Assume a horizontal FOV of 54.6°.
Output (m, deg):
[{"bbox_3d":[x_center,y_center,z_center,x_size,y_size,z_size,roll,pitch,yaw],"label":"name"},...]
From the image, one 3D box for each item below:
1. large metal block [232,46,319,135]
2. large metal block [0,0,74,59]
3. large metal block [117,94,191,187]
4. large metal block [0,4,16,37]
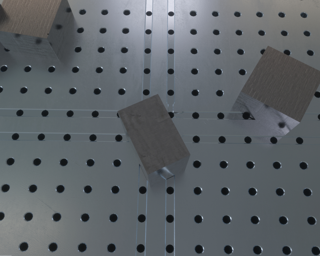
[{"bbox_3d":[0.157,-0.050,0.418,0.080,0.050,0.080,30,73,10],"label":"large metal block"},{"bbox_3d":[-0.183,-0.155,0.454,0.080,0.050,0.080,10,70,4],"label":"large metal block"},{"bbox_3d":[-0.007,0.018,0.376,0.050,0.080,0.080,-25,72,-8],"label":"large metal block"},{"bbox_3d":[-0.271,-0.163,0.441,0.080,0.080,0.050,-41,75,-13],"label":"large metal block"}]
